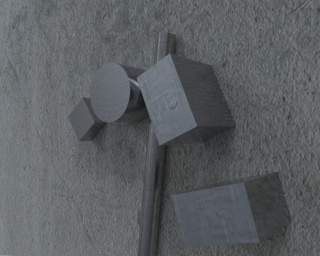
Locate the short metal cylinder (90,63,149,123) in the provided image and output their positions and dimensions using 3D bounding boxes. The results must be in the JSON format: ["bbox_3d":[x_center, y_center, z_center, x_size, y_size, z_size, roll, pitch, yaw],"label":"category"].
[{"bbox_3d":[-0.052,-0.047,0.432,0.080,0.050,0.080,0,90,40],"label":"short metal cylinder"}]

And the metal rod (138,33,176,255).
[{"bbox_3d":[-0.005,0.028,0.409,0.025,0.025,0.298,9,95,39],"label":"metal rod"}]

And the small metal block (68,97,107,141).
[{"bbox_3d":[-0.118,-0.014,0.502,0.050,0.025,0.050,-44,64,31],"label":"small metal block"}]

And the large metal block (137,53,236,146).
[{"bbox_3d":[0.031,-0.028,0.344,0.050,0.081,0.080,-30,72,36],"label":"large metal block"}]

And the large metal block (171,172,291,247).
[{"bbox_3d":[0.072,0.080,0.310,0.080,0.081,0.050,-20,77,38],"label":"large metal block"}]
